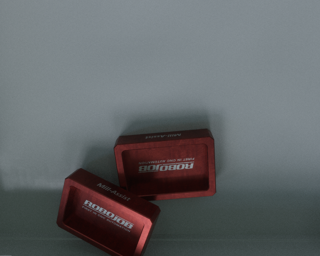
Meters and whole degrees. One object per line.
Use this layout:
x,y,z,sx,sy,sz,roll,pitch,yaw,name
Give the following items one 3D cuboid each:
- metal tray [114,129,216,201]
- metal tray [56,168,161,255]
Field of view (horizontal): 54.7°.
0.009,0.053,0.427,0.131,0.030,0.089,-5,110,1,metal tray
-0.074,0.122,0.426,0.130,0.030,0.089,24,115,11,metal tray
